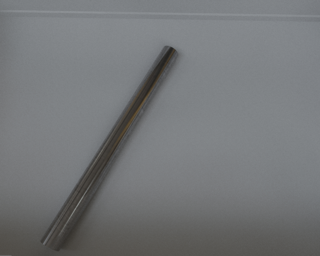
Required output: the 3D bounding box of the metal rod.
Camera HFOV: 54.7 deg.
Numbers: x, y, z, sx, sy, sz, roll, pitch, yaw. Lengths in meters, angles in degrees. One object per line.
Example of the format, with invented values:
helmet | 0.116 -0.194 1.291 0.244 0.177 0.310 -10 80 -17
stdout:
metal rod | -0.056 0.013 0.404 0.025 0.025 0.300 27 72 9
